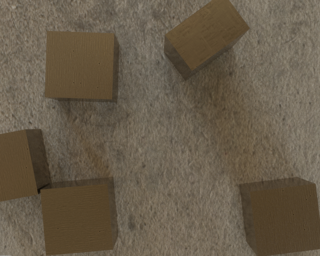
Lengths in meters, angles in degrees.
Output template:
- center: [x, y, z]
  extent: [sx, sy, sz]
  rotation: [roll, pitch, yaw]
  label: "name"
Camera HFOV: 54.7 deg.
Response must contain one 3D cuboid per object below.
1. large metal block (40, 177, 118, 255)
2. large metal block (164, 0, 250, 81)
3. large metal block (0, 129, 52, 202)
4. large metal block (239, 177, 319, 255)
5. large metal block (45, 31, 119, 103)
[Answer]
- center: [-0.100, 0.110, 0.396]
  extent: [0.081, 0.050, 0.079]
  rotation: [-5, 90, -1]
  label: "large metal block"
- center: [0.053, -0.107, 0.383]
  extent: [0.080, 0.080, 0.050]
  rotation: [-36, 90, 0]
  label: "large metal block"
- center: [-0.193, 0.048, 0.395]
  extent: [0.080, 0.050, 0.080]
  rotation: [-11, 90, -1]
  label: "large metal block"
- center: [0.153, 0.112, 0.400]
  extent: [0.081, 0.050, 0.079]
  rotation: [-7, 90, -1]
  label: "large metal block"
- center: [-0.097, -0.076, 0.396]
  extent: [0.081, 0.050, 0.079]
  rotation: [2, 90, -1]
  label: "large metal block"
